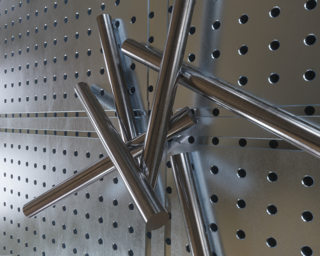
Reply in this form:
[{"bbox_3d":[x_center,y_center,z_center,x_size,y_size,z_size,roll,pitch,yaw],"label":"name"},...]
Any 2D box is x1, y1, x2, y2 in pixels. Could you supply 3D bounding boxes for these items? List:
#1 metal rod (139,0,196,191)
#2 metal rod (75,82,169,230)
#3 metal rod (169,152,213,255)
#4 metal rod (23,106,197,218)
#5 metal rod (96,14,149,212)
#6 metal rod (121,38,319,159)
[{"bbox_3d":[0.013,-0.072,0.365,0.025,0.025,0.298,14,93,39],"label":"metal rod"},{"bbox_3d":[-0.066,0.012,0.410,0.300,0.025,0.025,51,121,48],"label":"metal rod"},{"bbox_3d":[0.056,0.177,0.364,0.025,0.025,0.299,-21,77,38],"label":"metal rod"},{"bbox_3d":[-0.082,0.056,0.431,0.300,0.025,0.025,-31,70,20],"label":"metal rod"},{"bbox_3d":[-0.052,-0.028,0.453,0.025,0.025,0.299,-23,75,38],"label":"metal rod"},{"bbox_3d":[0.057,-0.048,0.363,0.300,0.025,0.025,34,111,34],"label":"metal rod"}]
